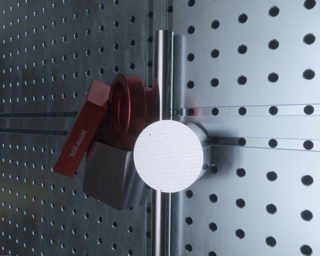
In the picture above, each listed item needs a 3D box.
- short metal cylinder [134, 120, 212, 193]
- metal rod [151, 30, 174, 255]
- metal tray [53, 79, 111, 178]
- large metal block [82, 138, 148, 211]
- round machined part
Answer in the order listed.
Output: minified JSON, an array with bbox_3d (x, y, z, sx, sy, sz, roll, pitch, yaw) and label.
[{"bbox_3d":[0.016,0.031,0.363,0.080,0.050,0.079,0,90,20],"label":"short metal cylinder"},{"bbox_3d":[0.003,0.024,0.408,0.025,0.025,0.298,1,91,40],"label":"metal rod"},{"bbox_3d":[-0.118,0.000,0.471,0.129,0.030,0.090,-59,18,23],"label":"metal tray"},{"bbox_3d":[-0.062,0.062,0.444,0.080,0.050,0.079,14,99,39],"label":"large metal block"},{"bbox_3d":[-0.036,-0.022,0.412,0.098,0.042,0.097,-178,90,-65],"label":"round machined part"}]
